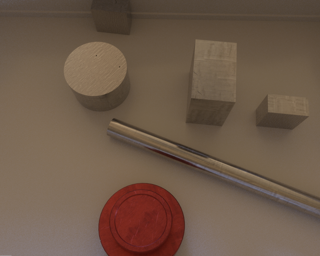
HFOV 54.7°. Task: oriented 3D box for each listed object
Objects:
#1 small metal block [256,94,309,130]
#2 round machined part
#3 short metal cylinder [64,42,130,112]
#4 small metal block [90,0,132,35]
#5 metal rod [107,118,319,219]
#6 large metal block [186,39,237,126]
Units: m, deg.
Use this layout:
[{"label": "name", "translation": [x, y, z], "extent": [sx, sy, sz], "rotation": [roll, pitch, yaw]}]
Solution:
[{"label": "small metal block", "translation": [0.158, -0.020, 0.406], "extent": [0.050, 0.050, 0.025], "rotation": [6, 70, 2]}, {"label": "round machined part", "translation": [-0.021, 0.109, 0.352], "extent": [0.099, 0.042, 0.098], "rotation": [0, 60, -1]}, {"label": "short metal cylinder", "translation": [-0.083, -0.069, 0.420], "extent": [0.081, 0.050, 0.080], "rotation": [0, 70, 0]}, {"label": "small metal block", "translation": [-0.070, -0.165, 0.456], "extent": [0.050, 0.050, 0.025], "rotation": [7, 70, 2]}, {"label": "metal rod", "translation": [0.075, 0.052, 0.391], "extent": [0.301, 0.025, 0.025], "rotation": [21, 71, 7]}, {"label": "large metal block", "translation": [0.064, -0.055, 0.402], "extent": [0.050, 0.080, 0.080], "rotation": [6, 70, 2]}]
